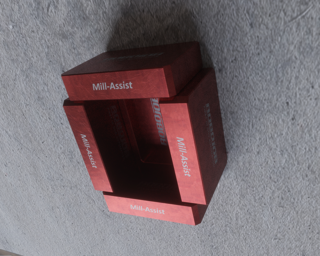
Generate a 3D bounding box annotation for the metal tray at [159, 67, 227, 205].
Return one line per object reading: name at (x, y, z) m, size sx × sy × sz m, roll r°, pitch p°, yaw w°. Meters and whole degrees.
metal tray at (0.043, 0.008, 0.347) m, size 0.030 × 0.090 × 0.129 m, roll 1°, pitch 119°, yaw 28°

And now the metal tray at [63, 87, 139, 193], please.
metal tray at (-0.065, 0.006, 0.402) m, size 0.030 × 0.090 × 0.129 m, roll 1°, pitch 119°, yaw 28°

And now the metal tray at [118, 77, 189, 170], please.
metal tray at (0.001, -0.008, 0.398) m, size 0.090 × 0.030 × 0.129 m, roll 1°, pitch 119°, yaw 27°

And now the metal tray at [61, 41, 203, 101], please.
metal tray at (-0.029, -0.063, 0.341) m, size 0.130 × 0.090 × 0.030 m, roll 1°, pitch 119°, yaw 27°

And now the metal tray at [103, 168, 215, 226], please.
metal tray at (0.003, 0.077, 0.411) m, size 0.130 × 0.090 × 0.030 m, roll 1°, pitch 119°, yaw 27°
